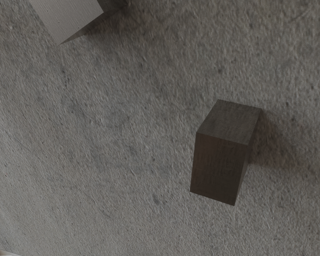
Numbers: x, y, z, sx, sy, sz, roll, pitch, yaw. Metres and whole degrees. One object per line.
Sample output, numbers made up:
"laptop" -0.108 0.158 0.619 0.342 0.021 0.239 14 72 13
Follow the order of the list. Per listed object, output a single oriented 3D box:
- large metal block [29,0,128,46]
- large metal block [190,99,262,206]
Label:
"large metal block" -0.097 -0.152 0.346 0.080 0.050 0.080 -20 108 35
"large metal block" 0.074 0.025 0.347 0.050 0.080 0.079 15 124 19
